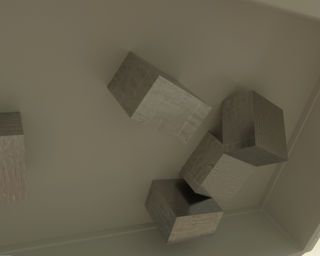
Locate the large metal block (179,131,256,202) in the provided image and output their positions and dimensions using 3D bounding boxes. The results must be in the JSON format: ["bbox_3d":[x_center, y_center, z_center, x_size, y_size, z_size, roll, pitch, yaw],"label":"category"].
[{"bbox_3d":[0.091,0.061,0.480,0.080,0.050,0.080,24,105,-37],"label":"large metal block"}]

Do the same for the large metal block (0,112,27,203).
[{"bbox_3d":[-0.182,0.032,0.313,0.081,0.050,0.079,-4,120,-26],"label":"large metal block"}]

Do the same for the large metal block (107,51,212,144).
[{"bbox_3d":[-0.002,-0.035,0.350,0.080,0.080,0.050,26,104,-37],"label":"large metal block"}]

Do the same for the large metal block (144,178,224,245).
[{"bbox_3d":[0.034,0.121,0.466,0.081,0.080,0.050,3,117,-30],"label":"large metal block"}]

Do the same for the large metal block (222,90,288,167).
[{"bbox_3d":[0.135,0.004,0.441,0.080,0.080,0.050,22,151,-36],"label":"large metal block"}]
